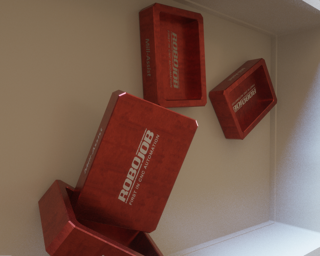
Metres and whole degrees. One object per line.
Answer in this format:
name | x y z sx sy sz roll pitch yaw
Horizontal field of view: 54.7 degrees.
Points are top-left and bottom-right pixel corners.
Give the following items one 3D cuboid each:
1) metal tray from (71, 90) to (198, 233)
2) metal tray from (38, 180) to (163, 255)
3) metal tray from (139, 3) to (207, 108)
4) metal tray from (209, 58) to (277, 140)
metal tray | -0.026 0.036 0.321 0.091 0.030 0.129 20 94 -23
metal tray | -0.054 0.110 0.311 0.130 0.090 0.030 39 87 -29
metal tray | 0.020 -0.092 0.419 0.091 0.030 0.129 -5 94 -40
metal tray | 0.145 -0.051 0.523 0.131 0.030 0.090 -39 114 -33
